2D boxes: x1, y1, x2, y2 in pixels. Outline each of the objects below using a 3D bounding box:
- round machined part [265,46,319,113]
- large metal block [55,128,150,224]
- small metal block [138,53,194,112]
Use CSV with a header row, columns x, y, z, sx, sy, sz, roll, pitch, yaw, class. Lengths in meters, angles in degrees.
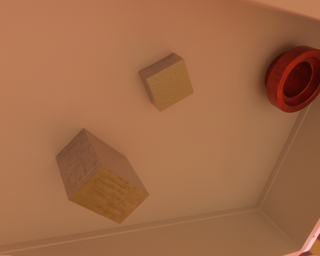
x,y,z,sx,sy,sz,roll,pitch,yaw,class
0.197,-0.075,0.462,0.099,0.042,0.097,-14,125,-21,round machined part
-0.070,0.057,0.371,0.050,0.080,0.080,-46,130,3,large metal block
0.009,-0.056,0.380,0.050,0.025,0.050,-30,129,-9,small metal block
